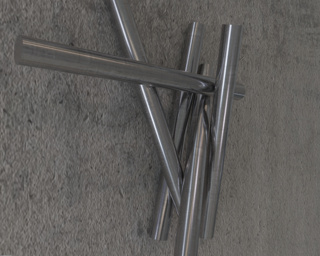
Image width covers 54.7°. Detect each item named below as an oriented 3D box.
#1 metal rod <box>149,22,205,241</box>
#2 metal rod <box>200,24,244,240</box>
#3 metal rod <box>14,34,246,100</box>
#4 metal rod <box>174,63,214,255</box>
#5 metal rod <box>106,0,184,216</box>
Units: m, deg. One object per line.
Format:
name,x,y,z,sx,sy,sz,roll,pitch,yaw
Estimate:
metal rod,0.025,-0.002,0.425,0.025,0.025,0.299,18,79,-39
metal rod,0.077,0.018,0.414,0.025,0.025,0.298,-13,115,-39
metal rod,-0.002,-0.059,0.354,0.302,0.025,0.025,3,88,-40
metal rod,0.045,0.039,0.387,0.025,0.025,0.300,34,52,-35
metal rod,-0.009,-0.023,0.377,0.025,0.025,0.298,-24,99,-38
